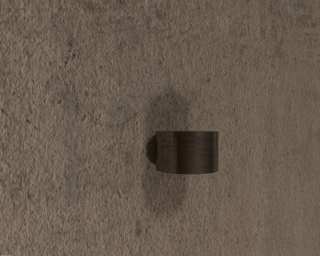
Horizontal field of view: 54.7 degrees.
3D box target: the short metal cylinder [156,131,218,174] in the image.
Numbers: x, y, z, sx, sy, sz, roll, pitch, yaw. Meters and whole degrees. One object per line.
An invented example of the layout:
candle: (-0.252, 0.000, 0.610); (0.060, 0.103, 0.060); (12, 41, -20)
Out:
short metal cylinder: (0.035, 0.029, 0.401); (0.081, 0.080, 0.050); (0, 90, -40)
